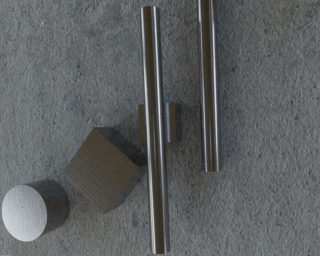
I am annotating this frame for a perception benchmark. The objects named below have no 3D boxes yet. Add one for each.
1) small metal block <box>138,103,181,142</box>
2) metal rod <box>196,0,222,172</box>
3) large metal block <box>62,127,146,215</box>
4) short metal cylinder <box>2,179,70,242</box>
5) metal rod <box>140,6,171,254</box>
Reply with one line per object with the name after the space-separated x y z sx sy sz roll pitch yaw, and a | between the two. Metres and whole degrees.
0.000 -0.006 0.409 0.050 0.025 0.050 -1 90 20 | small metal block
0.060 -0.096 0.387 0.025 0.025 0.298 -2 89 20 | metal rod
-0.070 0.055 0.420 0.080 0.050 0.080 40 102 15 | large metal block
-0.184 0.120 0.460 0.080 0.050 0.080 0 90 20 | short metal cylinder
-0.006 0.002 0.384 0.025 0.025 0.298 -3 89 20 | metal rod
